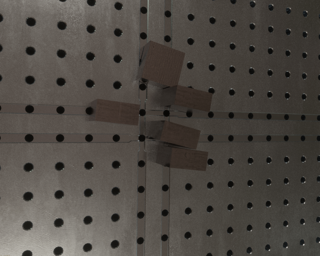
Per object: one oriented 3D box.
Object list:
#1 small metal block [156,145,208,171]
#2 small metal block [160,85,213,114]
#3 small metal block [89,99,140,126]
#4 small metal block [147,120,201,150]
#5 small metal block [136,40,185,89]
[{"bbox_3d":[0.028,0.039,0.411,0.050,0.050,0.025,8,87,-20],"label":"small metal block"},{"bbox_3d":[0.034,-0.037,0.413,0.050,0.050,0.025,11,87,-20],"label":"small metal block"},{"bbox_3d":[-0.057,-0.018,0.379,0.050,0.050,0.025,7,88,-20],"label":"small metal block"},{"bbox_3d":[0.017,0.009,0.407,0.050,0.050,0.025,16,85,-20],"label":"small metal block"},{"bbox_3d":[0.001,-0.082,0.414,0.050,0.025,0.050,15,85,-20],"label":"small metal block"}]
